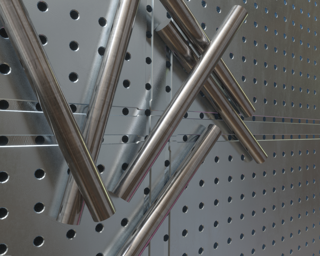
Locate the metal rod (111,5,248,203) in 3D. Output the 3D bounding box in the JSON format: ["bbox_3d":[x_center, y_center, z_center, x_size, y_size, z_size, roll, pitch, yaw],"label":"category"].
[{"bbox_3d":[0.032,-0.040,0.402,0.025,0.025,0.300,41,75,-32],"label":"metal rod"}]

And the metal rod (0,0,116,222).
[{"bbox_3d":[-0.111,-0.047,0.295,0.025,0.025,0.299,-29,102,-36],"label":"metal rod"}]

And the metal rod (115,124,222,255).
[{"bbox_3d":[0.000,0.106,0.408,0.301,0.025,0.025,-51,120,-28],"label":"metal rod"}]

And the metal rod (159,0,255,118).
[{"bbox_3d":[0.066,-0.112,0.445,0.300,0.025,0.025,44,64,-37],"label":"metal rod"}]

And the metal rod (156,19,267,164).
[{"bbox_3d":[0.093,-0.041,0.485,0.300,0.025,0.025,47,62,-30],"label":"metal rod"}]

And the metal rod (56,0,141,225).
[{"bbox_3d":[-0.063,-0.044,0.355,0.025,0.025,0.299,22,76,-38],"label":"metal rod"}]
